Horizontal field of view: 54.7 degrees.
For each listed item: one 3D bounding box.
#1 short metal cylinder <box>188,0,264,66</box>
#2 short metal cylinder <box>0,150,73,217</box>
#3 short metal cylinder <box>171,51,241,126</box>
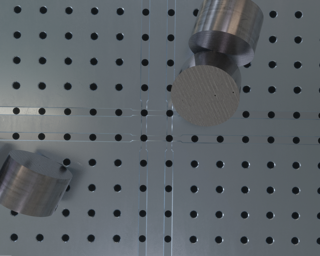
[{"bbox_3d":[0.081,-0.117,0.382,0.080,0.080,0.050,18,77,0],"label":"short metal cylinder"},{"bbox_3d":[-0.158,0.067,0.385,0.080,0.080,0.050,26,90,0],"label":"short metal cylinder"},{"bbox_3d":[0.058,-0.049,0.383,0.080,0.050,0.079,8,124,12],"label":"short metal cylinder"}]
